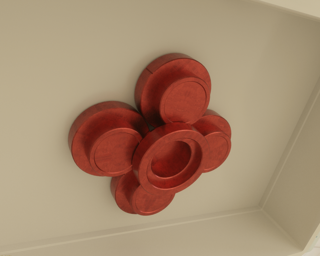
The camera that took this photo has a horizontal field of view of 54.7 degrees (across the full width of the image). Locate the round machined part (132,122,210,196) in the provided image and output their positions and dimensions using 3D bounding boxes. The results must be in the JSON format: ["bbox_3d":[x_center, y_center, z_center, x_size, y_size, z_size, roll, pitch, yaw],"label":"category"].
[{"bbox_3d":[0.011,0.035,0.395,0.099,0.042,0.097,-14,124,-21],"label":"round machined part"}]

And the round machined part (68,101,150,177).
[{"bbox_3d":[-0.057,0.020,0.376,0.099,0.042,0.097,-14,124,-21],"label":"round machined part"}]

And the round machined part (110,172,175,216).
[{"bbox_3d":[-0.016,0.084,0.438,0.099,0.042,0.097,-14,123,-22],"label":"round machined part"}]

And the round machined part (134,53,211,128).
[{"bbox_3d":[0.022,-0.039,0.382,0.099,0.042,0.097,-14,124,-21],"label":"round machined part"}]

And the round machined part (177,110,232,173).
[{"bbox_3d":[0.062,0.026,0.444,0.099,0.042,0.097,-14,124,-21],"label":"round machined part"}]
